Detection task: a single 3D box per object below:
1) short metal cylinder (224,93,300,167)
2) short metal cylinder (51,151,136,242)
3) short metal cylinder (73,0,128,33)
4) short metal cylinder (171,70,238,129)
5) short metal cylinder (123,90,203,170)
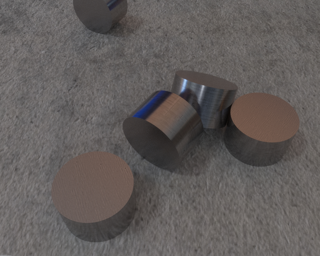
[{"bbox_3d":[0.124,0.001,0.388,0.081,0.050,0.080,0,50,0],"label":"short metal cylinder"},{"bbox_3d":[-0.066,0.072,0.326,0.081,0.050,0.080,0,50,0],"label":"short metal cylinder"},{"bbox_3d":[-0.105,-0.217,0.548,0.080,0.080,0.050,22,54,17],"label":"short metal cylinder"},{"bbox_3d":[0.053,-0.039,0.398,0.081,0.050,0.080,12,21,-4],"label":"short metal cylinder"},{"bbox_3d":[0.003,0.003,0.365,0.080,0.080,0.050,29,57,21],"label":"short metal cylinder"}]
